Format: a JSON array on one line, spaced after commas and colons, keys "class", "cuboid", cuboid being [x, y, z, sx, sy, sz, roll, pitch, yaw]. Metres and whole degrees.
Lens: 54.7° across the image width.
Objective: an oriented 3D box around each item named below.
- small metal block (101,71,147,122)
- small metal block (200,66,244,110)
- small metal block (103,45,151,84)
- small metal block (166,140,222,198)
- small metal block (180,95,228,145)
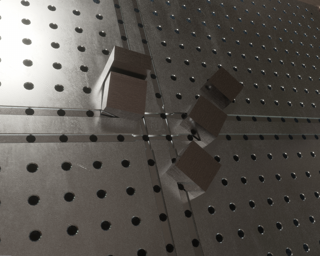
[{"class": "small metal block", "cuboid": [-0.046, -0.041, 0.404, 0.050, 0.025, 0.050, 12, 67, -22]}, {"class": "small metal block", "cuboid": [0.102, -0.065, 0.505, 0.050, 0.025, 0.050, 43, 51, 1]}, {"class": "small metal block", "cuboid": [-0.045, -0.078, 0.417, 0.050, 0.050, 0.025, 12, 56, -22]}, {"class": "small metal block", "cuboid": [0.044, 0.053, 0.402, 0.050, 0.025, 0.050, 42, 51, 0]}, {"class": "small metal block", "cuboid": [0.065, -0.012, 0.452, 0.050, 0.025, 0.050, 37, 51, -4]}]
